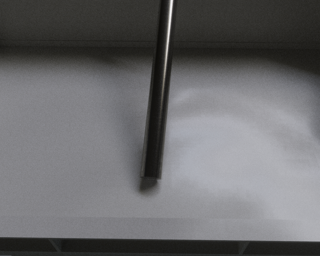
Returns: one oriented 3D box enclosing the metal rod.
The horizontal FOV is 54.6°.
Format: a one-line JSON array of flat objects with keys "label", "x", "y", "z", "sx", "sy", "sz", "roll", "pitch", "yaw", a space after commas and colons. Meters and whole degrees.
[{"label": "metal rod", "x": 0.003, "y": -0.085, "z": 0.400, "sx": 0.025, "sy": 0.025, "sz": 0.299, "roll": 4, "pitch": 74, "yaw": 4}]
